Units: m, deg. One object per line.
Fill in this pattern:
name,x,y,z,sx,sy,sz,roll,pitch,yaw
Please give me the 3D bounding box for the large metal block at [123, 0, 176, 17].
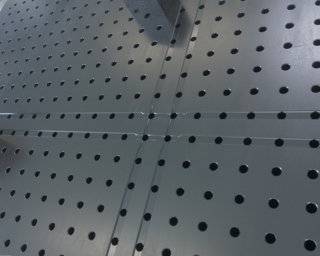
large metal block,-0.026,-0.244,0.537,0.080,0.080,0.050,18,71,35
